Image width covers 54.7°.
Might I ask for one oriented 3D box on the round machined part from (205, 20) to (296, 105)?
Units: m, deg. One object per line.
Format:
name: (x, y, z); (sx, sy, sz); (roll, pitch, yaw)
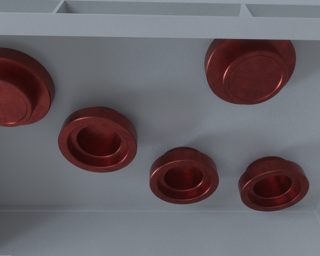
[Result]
round machined part: (0.101, -0.065, 0.345); (0.099, 0.042, 0.097); (-1, 130, 0)

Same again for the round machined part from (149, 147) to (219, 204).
round machined part: (0.034, 0.066, 0.455); (0.099, 0.042, 0.097); (-1, 130, 0)

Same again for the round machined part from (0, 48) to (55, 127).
round machined part: (-0.179, -0.040, 0.362); (0.099, 0.042, 0.097); (-1, 130, 0)

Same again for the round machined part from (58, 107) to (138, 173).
round machined part: (-0.078, 0.011, 0.406); (0.099, 0.042, 0.097); (-1, 130, 0)

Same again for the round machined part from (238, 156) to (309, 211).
round machined part: (0.168, 0.081, 0.469); (0.099, 0.042, 0.097); (-1, 130, 0)
